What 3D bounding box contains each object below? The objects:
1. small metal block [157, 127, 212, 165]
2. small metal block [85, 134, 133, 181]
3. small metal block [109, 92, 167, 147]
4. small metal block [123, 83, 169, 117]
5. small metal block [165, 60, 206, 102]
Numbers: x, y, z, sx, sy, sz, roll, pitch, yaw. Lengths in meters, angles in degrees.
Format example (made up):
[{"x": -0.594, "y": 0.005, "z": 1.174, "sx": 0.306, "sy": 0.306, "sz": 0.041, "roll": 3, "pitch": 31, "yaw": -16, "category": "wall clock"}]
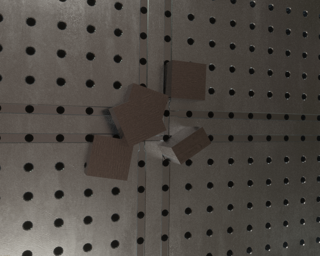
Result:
[{"x": 0.031, "y": 0.022, "z": 0.412, "sx": 0.050, "sy": 0.050, "sz": 0.025, "roll": -33, "pitch": 101, "yaw": -17, "category": "small metal block"}, {"x": -0.064, "y": 0.037, "z": 0.390, "sx": 0.050, "sy": 0.025, "sz": 0.050, "roll": 11, "pitch": 86, "yaw": -20, "category": "small metal block"}, {"x": -0.027, "y": -0.010, "z": 0.377, "sx": 0.050, "sy": 0.025, "sz": 0.050, "roll": -25, "pitch": 99, "yaw": -19, "category": "small metal block"}, {"x": -0.022, "y": -0.026, "z": 0.405, "sx": 0.050, "sy": 0.025, "sz": 0.050, "roll": 18, "pitch": 84, "yaw": -20, "category": "small metal block"}, {"x": 0.035, "y": -0.064, "z": 0.427, "sx": 0.050, "sy": 0.025, "sz": 0.050, "roll": 2, "pitch": 89, "yaw": -21, "category": "small metal block"}]
